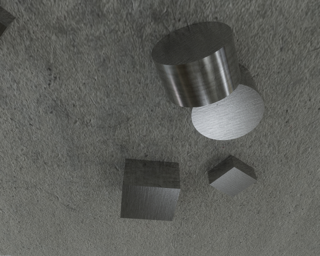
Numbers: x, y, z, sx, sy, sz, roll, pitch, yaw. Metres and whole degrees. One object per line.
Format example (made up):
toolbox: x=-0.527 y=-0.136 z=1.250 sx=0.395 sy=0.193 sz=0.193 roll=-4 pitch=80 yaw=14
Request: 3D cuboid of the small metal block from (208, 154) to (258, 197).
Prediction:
small metal block: x=0.110 y=0.074 z=0.471 sx=0.050 sy=0.025 sz=0.050 roll=31 pitch=124 yaw=-24

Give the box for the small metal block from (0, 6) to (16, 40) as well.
small metal block: x=-0.186 y=-0.107 z=0.314 sx=0.050 sy=0.025 sz=0.050 roll=37 pitch=121 yaw=-27

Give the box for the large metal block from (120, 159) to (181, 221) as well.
large metal block: x=-0.016 y=0.095 z=0.472 sx=0.081 sy=0.050 sz=0.079 roll=5 pitch=130 yaw=-5

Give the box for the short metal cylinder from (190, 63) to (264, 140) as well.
short metal cylinder: x=0.075 y=-0.032 z=0.365 sx=0.081 sy=0.050 sz=0.079 roll=0 pitch=130 yaw=0

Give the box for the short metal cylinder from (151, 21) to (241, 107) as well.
short metal cylinder: x=0.038 y=-0.066 z=0.316 sx=0.080 sy=0.080 sz=0.050 roll=-15 pitch=129 yaw=12
